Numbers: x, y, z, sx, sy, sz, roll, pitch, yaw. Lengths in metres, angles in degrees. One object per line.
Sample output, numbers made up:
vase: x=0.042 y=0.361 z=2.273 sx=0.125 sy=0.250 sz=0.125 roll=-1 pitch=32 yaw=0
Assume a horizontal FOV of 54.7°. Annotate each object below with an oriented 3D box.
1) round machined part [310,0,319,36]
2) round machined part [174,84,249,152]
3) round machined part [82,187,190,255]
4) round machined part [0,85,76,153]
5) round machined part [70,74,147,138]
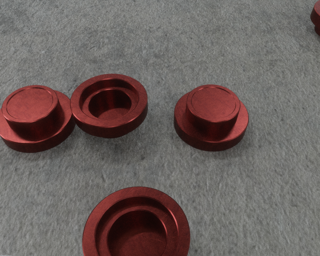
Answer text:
round machined part: x=0.321 y=-0.191 z=0.557 sx=0.099 sy=0.042 sz=0.098 roll=0 pitch=50 yaw=0
round machined part: x=0.068 y=-0.020 z=0.410 sx=0.099 sy=0.042 sz=0.098 roll=0 pitch=50 yaw=0
round machined part: x=-0.022 y=0.110 z=0.300 sx=0.099 sy=0.042 sz=0.098 roll=0 pitch=50 yaw=0
round machined part: x=-0.164 y=-0.019 z=0.406 sx=0.099 sy=0.042 sz=0.098 roll=0 pitch=50 yaw=0
round machined part: x=-0.065 y=-0.025 z=0.412 sx=0.099 sy=0.042 sz=0.098 roll=0 pitch=50 yaw=0
